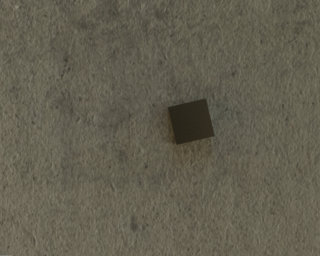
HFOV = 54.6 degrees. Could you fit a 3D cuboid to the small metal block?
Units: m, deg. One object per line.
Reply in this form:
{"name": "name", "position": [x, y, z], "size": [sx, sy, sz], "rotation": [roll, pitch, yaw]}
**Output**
{"name": "small metal block", "position": [0.040, -0.008, 0.410], "size": [0.050, 0.025, 0.050], "rotation": [-13, 90, 0]}
